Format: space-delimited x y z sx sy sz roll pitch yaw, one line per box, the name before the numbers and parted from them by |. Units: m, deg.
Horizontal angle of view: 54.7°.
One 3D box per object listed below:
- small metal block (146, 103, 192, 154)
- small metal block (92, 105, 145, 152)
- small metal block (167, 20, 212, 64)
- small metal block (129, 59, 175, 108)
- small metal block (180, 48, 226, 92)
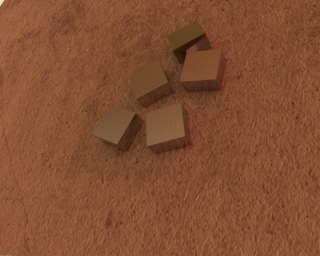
small metal block | 0.011 0.001 0.398 0.050 0.025 0.050 -16 55 19
small metal block | -0.059 0.000 0.435 0.050 0.025 0.050 18 71 35
small metal block | 0.042 -0.126 0.453 0.050 0.025 0.050 -27 39 11
small metal block | -0.012 -0.064 0.450 0.050 0.025 0.050 -27 52 11
small metal block | 0.059 -0.078 0.420 0.050 0.025 0.050 0 62 28
